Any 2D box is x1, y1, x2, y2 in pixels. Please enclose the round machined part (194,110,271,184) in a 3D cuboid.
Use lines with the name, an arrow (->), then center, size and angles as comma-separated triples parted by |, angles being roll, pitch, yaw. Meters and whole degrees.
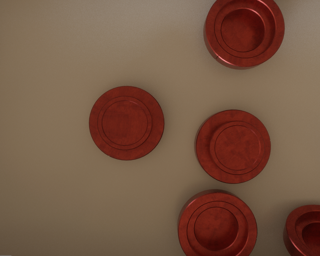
round machined part -> 0.096, 0.024, 0.403 | 0.099, 0.042, 0.097 | 0, 90, 0

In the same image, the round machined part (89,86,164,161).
round machined part -> -0.043, -0.006, 0.402 | 0.099, 0.042, 0.097 | 0, 90, 0

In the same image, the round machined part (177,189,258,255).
round machined part -> 0.072, 0.128, 0.403 | 0.099, 0.042, 0.097 | 0, 90, 0

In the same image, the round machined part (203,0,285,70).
round machined part -> 0.105, -0.124, 0.403 | 0.099, 0.042, 0.097 | 0, 90, 0

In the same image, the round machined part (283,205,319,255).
round machined part -> 0.204, 0.146, 0.385 | 0.099, 0.098, 0.042 | -1, 122, 0
